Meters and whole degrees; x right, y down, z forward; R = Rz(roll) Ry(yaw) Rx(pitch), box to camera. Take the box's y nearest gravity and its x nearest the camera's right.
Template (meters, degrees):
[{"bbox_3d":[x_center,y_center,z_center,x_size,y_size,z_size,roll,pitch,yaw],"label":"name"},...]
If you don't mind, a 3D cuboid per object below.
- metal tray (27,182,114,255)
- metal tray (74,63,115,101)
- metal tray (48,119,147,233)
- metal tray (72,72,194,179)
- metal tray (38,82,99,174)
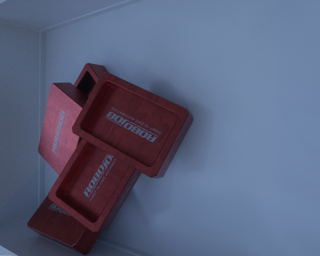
[{"bbox_3d":[-0.137,0.133,0.481,0.130,0.030,0.090,2,49,40],"label":"metal tray"},{"bbox_3d":[-0.114,-0.026,0.494,0.129,0.030,0.090,-51,60,27],"label":"metal tray"},{"bbox_3d":[-0.080,0.062,0.422,0.090,0.030,0.130,30,86,19],"label":"metal tray"},{"bbox_3d":[-0.036,-0.005,0.390,0.130,0.030,0.090,27,87,20],"label":"metal tray"},{"bbox_3d":[-0.142,0.006,0.477,0.090,0.030,0.129,37,119,30],"label":"metal tray"}]
